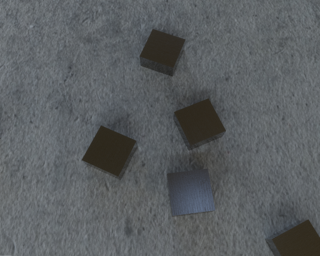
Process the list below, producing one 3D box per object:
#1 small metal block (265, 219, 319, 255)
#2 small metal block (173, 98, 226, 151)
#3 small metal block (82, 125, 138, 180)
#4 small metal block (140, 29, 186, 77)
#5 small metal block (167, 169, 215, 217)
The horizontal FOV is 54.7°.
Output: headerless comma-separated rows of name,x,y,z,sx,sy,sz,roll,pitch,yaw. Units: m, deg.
small metal block,0.160,0.141,0.359,0.050,0.025,0.050,-24,72,-9
small metal block,0.051,-0.004,0.410,0.050,0.025,0.050,-22,72,-8
small metal block,-0.063,0.032,0.396,0.050,0.025,0.050,23,71,8
small metal block,0.004,-0.109,0.448,0.050,0.025,0.050,20,71,7
small metal block,0.036,0.080,0.379,0.050,0.025,0.050,-7,70,-3
